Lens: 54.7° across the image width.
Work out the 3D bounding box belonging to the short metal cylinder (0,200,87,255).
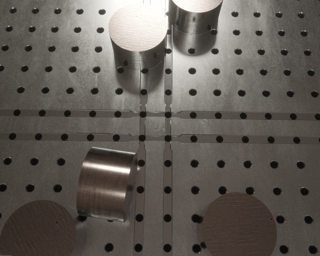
[{"bbox_3d":[-0.129,0.125,0.351,0.081,0.050,0.080,0,70,-1],"label":"short metal cylinder"}]

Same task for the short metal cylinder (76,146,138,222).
[{"bbox_3d":[-0.058,0.064,0.358,0.050,0.080,0.080,8,70,3],"label":"short metal cylinder"}]

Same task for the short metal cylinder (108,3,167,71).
[{"bbox_3d":[-0.030,-0.130,0.446,0.081,0.050,0.080,0,70,0],"label":"short metal cylinder"}]

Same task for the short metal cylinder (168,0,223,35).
[{"bbox_3d":[0.053,-0.190,0.469,0.081,0.050,0.080,0,70,0],"label":"short metal cylinder"}]

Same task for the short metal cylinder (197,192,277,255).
[{"bbox_3d":[0.086,0.118,0.357,0.081,0.050,0.080,0,70,0],"label":"short metal cylinder"}]
